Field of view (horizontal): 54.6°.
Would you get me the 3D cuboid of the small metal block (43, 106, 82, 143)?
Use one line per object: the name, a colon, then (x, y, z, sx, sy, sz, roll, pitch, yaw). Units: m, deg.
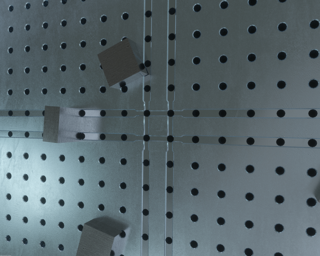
small metal block: (-0.141, -0.005, 0.450, 0.025, 0.050, 0.050, 5, 92, 20)

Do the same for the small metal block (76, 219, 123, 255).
small metal block: (-0.087, 0.166, 0.444, 0.050, 0.025, 0.050, 17, 96, 19)

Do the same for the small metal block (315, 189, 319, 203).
small metal block: (0.209, 0.070, 0.339, 0.050, 0.025, 0.050, 28, 99, 17)

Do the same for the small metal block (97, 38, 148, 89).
small metal block: (-0.052, -0.089, 0.432, 0.050, 0.025, 0.050, -24, 82, 18)
